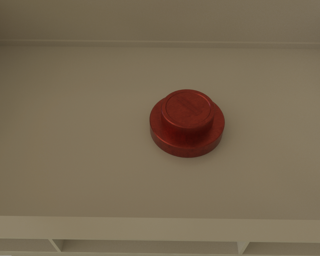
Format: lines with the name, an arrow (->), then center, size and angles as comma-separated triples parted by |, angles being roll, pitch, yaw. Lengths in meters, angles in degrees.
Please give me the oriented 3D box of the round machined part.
round machined part -> 0.036, -0.013, 0.405 | 0.099, 0.042, 0.098 | 0, 50, 0
